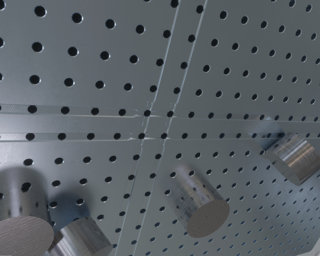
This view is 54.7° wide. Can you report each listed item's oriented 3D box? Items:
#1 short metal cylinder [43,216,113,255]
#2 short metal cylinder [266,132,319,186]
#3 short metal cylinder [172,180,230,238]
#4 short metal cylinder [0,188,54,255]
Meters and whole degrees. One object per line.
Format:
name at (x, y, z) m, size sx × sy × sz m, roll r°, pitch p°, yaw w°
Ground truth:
short metal cylinder at (-0.111, 0.166, 0.416) m, size 0.080 × 0.050 × 0.080 m, roll -37°, pitch 157°, yaw -18°
short metal cylinder at (0.231, 0.053, 0.534) m, size 0.050 × 0.080 × 0.080 m, roll -40°, pitch 129°, yaw -2°
short metal cylinder at (0.068, 0.135, 0.515) m, size 0.081 × 0.050 × 0.079 m, roll -14°, pitch 124°, yaw -21°
short metal cylinder at (-0.174, 0.120, 0.374) m, size 0.081 × 0.050 × 0.079 m, roll -14°, pitch 124°, yaw -21°
